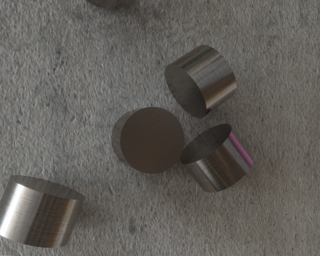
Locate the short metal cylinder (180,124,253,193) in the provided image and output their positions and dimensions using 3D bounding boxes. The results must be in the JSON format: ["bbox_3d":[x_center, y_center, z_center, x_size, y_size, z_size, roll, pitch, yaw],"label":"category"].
[{"bbox_3d":[0.074,0.039,0.408,0.080,0.080,0.050,-41,104,-15],"label":"short metal cylinder"}]

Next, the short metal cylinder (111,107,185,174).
[{"bbox_3d":[-0.016,0.014,0.391,0.081,0.050,0.079,0,90,-21],"label":"short metal cylinder"}]

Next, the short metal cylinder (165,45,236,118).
[{"bbox_3d":[0.051,-0.059,0.400,0.050,0.080,0.080,-35,102,-17],"label":"short metal cylinder"}]

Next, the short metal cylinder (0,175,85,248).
[{"bbox_3d":[-0.129,0.087,0.333,0.080,0.080,0.050,21,83,-19],"label":"short metal cylinder"}]

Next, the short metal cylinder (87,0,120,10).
[{"bbox_3d":[-0.071,-0.184,0.354,0.080,0.080,0.050,34,79,-17],"label":"short metal cylinder"}]
